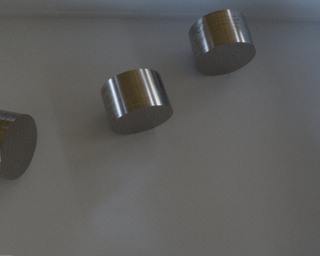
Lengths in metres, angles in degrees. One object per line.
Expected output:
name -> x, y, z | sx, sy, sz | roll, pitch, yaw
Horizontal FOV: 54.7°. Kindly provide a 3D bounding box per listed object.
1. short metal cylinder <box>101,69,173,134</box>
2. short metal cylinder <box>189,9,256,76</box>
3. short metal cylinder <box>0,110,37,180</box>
short metal cylinder -> -0.029, -0.031, 0.391 | 0.080, 0.080, 0.050 | -16, 71, -6
short metal cylinder -> 0.083, -0.114, 0.422 | 0.081, 0.080, 0.050 | -9, 71, -3
short metal cylinder -> -0.192, 0.018, 0.372 | 0.050, 0.080, 0.080 | 10, 70, 4
